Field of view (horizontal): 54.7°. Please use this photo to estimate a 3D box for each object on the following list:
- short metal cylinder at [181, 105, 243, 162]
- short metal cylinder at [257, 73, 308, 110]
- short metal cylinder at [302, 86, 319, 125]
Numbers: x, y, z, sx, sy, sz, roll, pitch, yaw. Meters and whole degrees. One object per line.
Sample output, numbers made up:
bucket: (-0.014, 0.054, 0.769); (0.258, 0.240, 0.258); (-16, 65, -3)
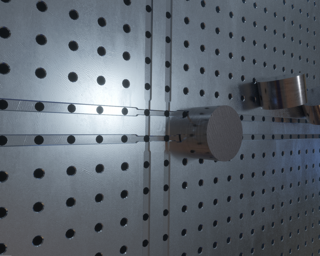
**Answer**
short metal cylinder: (0.077, 0.008, 0.457); (0.081, 0.050, 0.079); (0, 90, -40)
short metal cylinder: (0.220, -0.066, 0.557); (0.081, 0.080, 0.050); (-20, 103, -38)
short metal cylinder: (0.350, -0.050, 0.666); (0.080, 0.080, 0.050); (-45, 117, -31)
